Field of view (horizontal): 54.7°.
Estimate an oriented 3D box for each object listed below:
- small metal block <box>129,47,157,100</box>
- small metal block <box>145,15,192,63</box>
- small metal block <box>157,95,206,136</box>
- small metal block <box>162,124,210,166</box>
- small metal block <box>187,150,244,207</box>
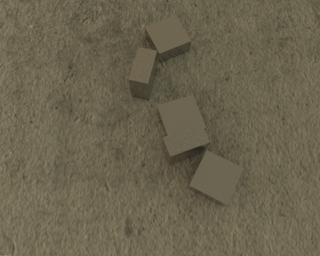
[{"bbox_3d":[-0.022,-0.073,0.421,0.025,0.050,0.050,12,71,4],"label":"small metal block"},{"bbox_3d":[0.011,-0.131,0.456,0.050,0.025,0.050,-24,72,-9],"label":"small metal block"},{"bbox_3d":[0.028,-0.011,0.412,0.050,0.025,0.050,-17,71,-7],"label":"small metal block"},{"bbox_3d":[0.031,0.022,0.387,0.050,0.050,0.025,-19,72,-7],"label":"small metal block"},{"bbox_3d":[0.069,0.063,0.386,0.050,0.025,0.050,26,72,9],"label":"small metal block"}]
